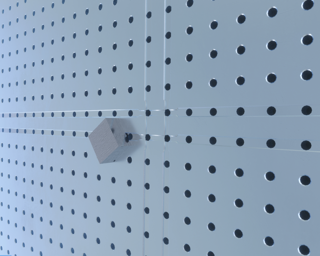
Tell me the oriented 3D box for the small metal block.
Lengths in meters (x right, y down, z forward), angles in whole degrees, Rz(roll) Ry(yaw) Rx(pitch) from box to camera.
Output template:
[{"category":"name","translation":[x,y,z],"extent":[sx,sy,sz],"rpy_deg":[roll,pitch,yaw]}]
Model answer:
[{"category":"small metal block","translation":[-0.077,0.020,0.471],"extent":[0.050,0.025,0.050],"rpy_deg":[-41,65,32]}]
